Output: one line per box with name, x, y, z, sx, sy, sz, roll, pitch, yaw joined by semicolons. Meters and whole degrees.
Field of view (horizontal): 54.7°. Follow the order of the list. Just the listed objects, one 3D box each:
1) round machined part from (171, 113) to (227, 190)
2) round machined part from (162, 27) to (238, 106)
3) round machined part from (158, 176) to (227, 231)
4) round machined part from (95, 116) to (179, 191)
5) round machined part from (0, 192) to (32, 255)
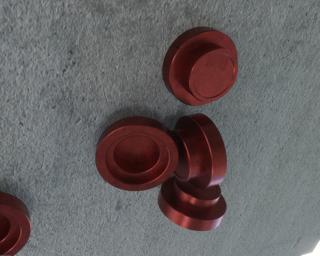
round machined part;0.040;0.032;0.401;0.042;0.098;0.097;-12;124;-22
round machined part;0.056;-0.071;0.382;0.099;0.042;0.097;-14;124;-21
round machined part;0.049;0.097;0.447;0.099;0.098;0.042;1;118;-29
round machined part;-0.029;0.028;0.385;0.099;0.042;0.097;-4;120;-6
round machined part;-0.202;0.110;0.353;0.099;0.042;0.097;-14;124;-21
